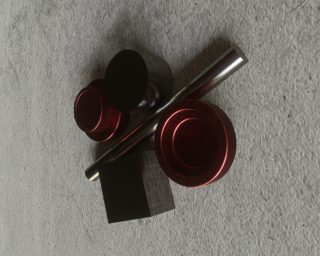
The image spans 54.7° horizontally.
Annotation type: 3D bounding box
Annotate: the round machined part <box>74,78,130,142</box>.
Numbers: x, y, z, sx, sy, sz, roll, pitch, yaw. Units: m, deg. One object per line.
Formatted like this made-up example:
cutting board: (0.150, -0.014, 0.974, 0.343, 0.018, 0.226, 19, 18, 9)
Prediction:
round machined part: (-0.095, -0.027, 0.473, 0.098, 0.042, 0.097, 0, 90, 40)

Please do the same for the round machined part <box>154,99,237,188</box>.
round machined part: (0.044, 0.017, 0.359, 0.098, 0.042, 0.097, 0, 90, 40)

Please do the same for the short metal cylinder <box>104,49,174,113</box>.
short metal cylinder: (-0.029, -0.060, 0.413, 0.080, 0.050, 0.079, 0, 90, 40)

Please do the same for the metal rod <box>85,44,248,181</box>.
metal rod: (-0.011, -0.003, 0.417, 0.299, 0.025, 0.025, -38, 67, 33)

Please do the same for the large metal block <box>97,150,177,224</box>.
large metal block: (-0.033, 0.079, 0.418, 0.080, 0.050, 0.080, -22, 76, 38)
